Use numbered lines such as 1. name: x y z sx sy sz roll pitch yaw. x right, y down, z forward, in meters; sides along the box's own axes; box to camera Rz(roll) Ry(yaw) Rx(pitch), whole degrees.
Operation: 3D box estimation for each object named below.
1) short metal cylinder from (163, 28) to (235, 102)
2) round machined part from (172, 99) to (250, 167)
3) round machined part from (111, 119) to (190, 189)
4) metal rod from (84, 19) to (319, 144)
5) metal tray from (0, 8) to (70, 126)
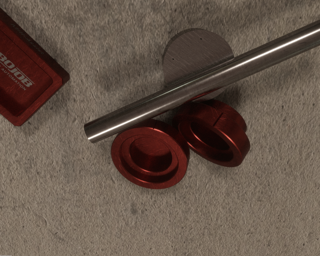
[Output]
1. short metal cylinder: 0.043 -0.077 0.369 0.081 0.050 0.079 0 110 -1
2. round machined part: 0.067 0.002 0.383 0.098 0.098 0.042 43 68 -15
3. round machined part: -0.010 0.029 0.401 0.098 0.042 0.097 7 124 11
4. metal rod: 0.056 -0.052 0.338 0.301 0.025 0.025 -23 109 7
5. metal tray: -0.190 -0.077 0.376 0.090 0.030 0.130 -41 106 13
